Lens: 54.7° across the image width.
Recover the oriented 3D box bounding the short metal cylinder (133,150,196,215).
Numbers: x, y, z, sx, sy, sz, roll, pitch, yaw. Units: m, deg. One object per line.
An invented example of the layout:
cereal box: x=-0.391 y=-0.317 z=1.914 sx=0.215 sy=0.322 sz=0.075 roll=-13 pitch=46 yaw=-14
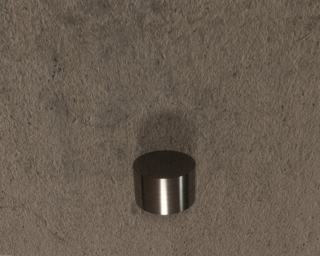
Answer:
short metal cylinder: x=0.006 y=0.069 z=0.406 sx=0.081 sy=0.080 sz=0.050 roll=-2 pitch=110 yaw=0
